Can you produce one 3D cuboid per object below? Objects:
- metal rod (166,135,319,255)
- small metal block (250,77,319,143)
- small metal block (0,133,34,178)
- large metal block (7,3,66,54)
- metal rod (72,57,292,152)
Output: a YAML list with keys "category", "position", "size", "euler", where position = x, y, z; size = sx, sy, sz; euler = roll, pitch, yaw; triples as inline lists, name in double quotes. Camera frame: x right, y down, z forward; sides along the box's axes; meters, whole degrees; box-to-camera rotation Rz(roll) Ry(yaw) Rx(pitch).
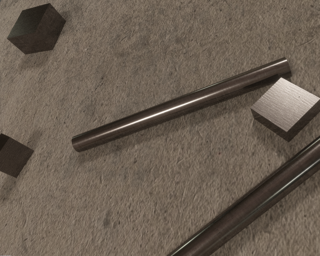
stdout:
- category: "metal rod"
  position: [0.121, 0.053, 0.307]
  size: [0.300, 0.025, 0.025]
  euler: [-39, 51, 1]
- category: "small metal block"
  position: [0.139, -0.021, 0.344]
  size: [0.050, 0.025, 0.050]
  euler: [-44, 51, -3]
- category: "small metal block"
  position: [-0.235, 0.044, 0.482]
  size: [0.025, 0.050, 0.050]
  euler: [16, 70, 34]
- category: "large metal block"
  position: [-0.256, -0.205, 0.644]
  size: [0.080, 0.050, 0.080]
  euler: [-1, 61, 27]
- category: "metal rod"
  position: [0.016, -0.025, 0.409]
  size: [0.301, 0.025, 0.025]
  euler: [-19, 54, 16]
